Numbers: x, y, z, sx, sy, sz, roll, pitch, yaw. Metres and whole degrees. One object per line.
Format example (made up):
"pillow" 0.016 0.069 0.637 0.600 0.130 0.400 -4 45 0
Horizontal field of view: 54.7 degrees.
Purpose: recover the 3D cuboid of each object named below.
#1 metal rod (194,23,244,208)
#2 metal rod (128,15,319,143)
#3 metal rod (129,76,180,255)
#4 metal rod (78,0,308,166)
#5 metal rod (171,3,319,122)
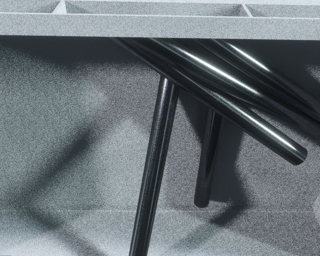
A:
"metal rod" 0.072 0.009 0.417 0.025 0.025 0.298 1 130 -1
"metal rod" 0.101 -0.040 0.348 0.302 0.025 0.025 22 127 -29
"metal rod" -0.013 0.079 0.399 0.025 0.025 0.298 8 106 -8
"metal rod" 0.048 -0.042 0.345 0.301 0.025 0.025 32 123 -15
"metal rod" 0.139 -0.047 0.348 0.302 0.025 0.025 24 126 -28
